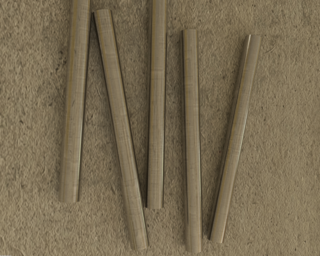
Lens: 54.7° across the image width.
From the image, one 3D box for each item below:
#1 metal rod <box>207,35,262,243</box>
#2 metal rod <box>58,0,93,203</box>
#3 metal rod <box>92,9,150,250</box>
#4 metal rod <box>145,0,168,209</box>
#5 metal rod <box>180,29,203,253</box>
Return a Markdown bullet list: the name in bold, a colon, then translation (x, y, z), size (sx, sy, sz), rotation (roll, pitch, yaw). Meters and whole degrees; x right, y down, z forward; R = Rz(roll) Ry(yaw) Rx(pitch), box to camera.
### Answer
- **metal rod**: translation (0.108, 0.012, 0.448), size (0.025, 0.025, 0.298), rotation (13, 86, -20)
- **metal rod**: translation (-0.099, -0.063, 0.372), size (0.025, 0.025, 0.298), rotation (4, 89, -20)
- **metal rod**: translation (-0.048, 0.005, 0.391), size (0.025, 0.025, 0.298), rotation (-10, 94, -20)
- **metal rod**: translation (-0.004, -0.046, 0.407), size (0.025, 0.025, 0.298), rotation (1, 90, -20)
- **metal rod**: translation (0.043, 0.018, 0.424), size (0.025, 0.025, 0.298), rotation (-2, 91, -20)
